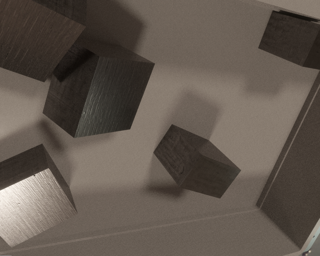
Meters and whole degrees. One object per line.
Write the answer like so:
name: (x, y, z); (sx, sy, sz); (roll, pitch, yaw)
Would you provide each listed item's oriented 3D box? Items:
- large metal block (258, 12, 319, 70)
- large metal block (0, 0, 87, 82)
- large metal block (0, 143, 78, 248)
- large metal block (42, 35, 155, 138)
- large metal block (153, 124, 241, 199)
large metal block: (0.196, -0.114, 0.412); (0.081, 0.080, 0.050); (1, 118, -29)
large metal block: (-0.115, -0.091, 0.250); (0.081, 0.050, 0.080); (18, 142, -36)
large metal block: (-0.153, 0.077, 0.357); (0.080, 0.050, 0.080); (-26, 128, -13)
large metal block: (-0.061, -0.041, 0.315); (0.081, 0.050, 0.079); (-10, 127, -56)
large metal block: (0.050, 0.046, 0.431); (0.080, 0.080, 0.050); (23, 106, -37)
